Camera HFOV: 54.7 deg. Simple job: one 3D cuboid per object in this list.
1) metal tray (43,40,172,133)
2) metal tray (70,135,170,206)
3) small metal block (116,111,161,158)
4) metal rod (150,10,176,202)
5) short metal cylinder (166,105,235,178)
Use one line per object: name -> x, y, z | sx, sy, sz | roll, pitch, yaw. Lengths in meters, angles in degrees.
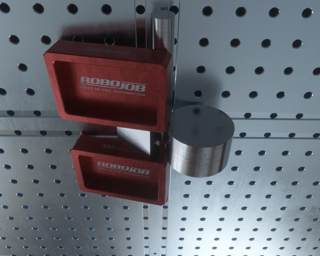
metal tray -> -0.054, -0.045, 0.346 | 0.131, 0.030, 0.089 | 8, 131, 9
metal tray -> -0.053, 0.061, 0.437 | 0.131, 0.030, 0.089 | 8, 131, 9
small metal block -> -0.027, 0.004, 0.396 | 0.050, 0.025, 0.050 | 22, 135, 23
metal rod -> 0.002, 0.000, 0.406 | 0.025, 0.025, 0.298 | 0, 130, 0
short metal cylinder -> 0.048, 0.015, 0.384 | 0.081, 0.080, 0.050 | 0, 130, 0
